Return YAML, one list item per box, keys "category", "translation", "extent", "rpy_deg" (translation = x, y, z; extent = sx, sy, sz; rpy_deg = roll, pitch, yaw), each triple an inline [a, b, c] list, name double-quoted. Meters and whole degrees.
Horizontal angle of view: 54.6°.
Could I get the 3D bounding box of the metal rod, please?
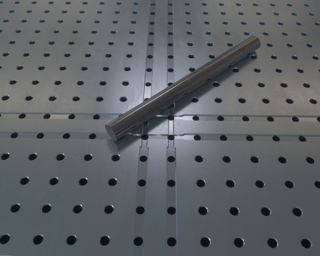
- category: "metal rod"
  translation: [0.049, -0.070, 0.466]
  extent: [0.302, 0.025, 0.025]
  rpy_deg: [-34, 58, -25]
